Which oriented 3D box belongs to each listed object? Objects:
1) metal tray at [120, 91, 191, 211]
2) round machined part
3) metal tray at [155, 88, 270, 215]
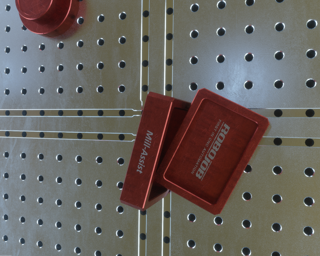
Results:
[{"bbox_3d":[-0.001,0.026,0.377,0.030,0.090,0.129,17,96,19],"label":"metal tray"},{"bbox_3d":[-0.175,-0.190,0.463,0.098,0.042,0.097,0,90,19],"label":"round machined part"},{"bbox_3d":[0.062,0.028,0.380,0.090,0.030,0.129,28,98,11],"label":"metal tray"}]
